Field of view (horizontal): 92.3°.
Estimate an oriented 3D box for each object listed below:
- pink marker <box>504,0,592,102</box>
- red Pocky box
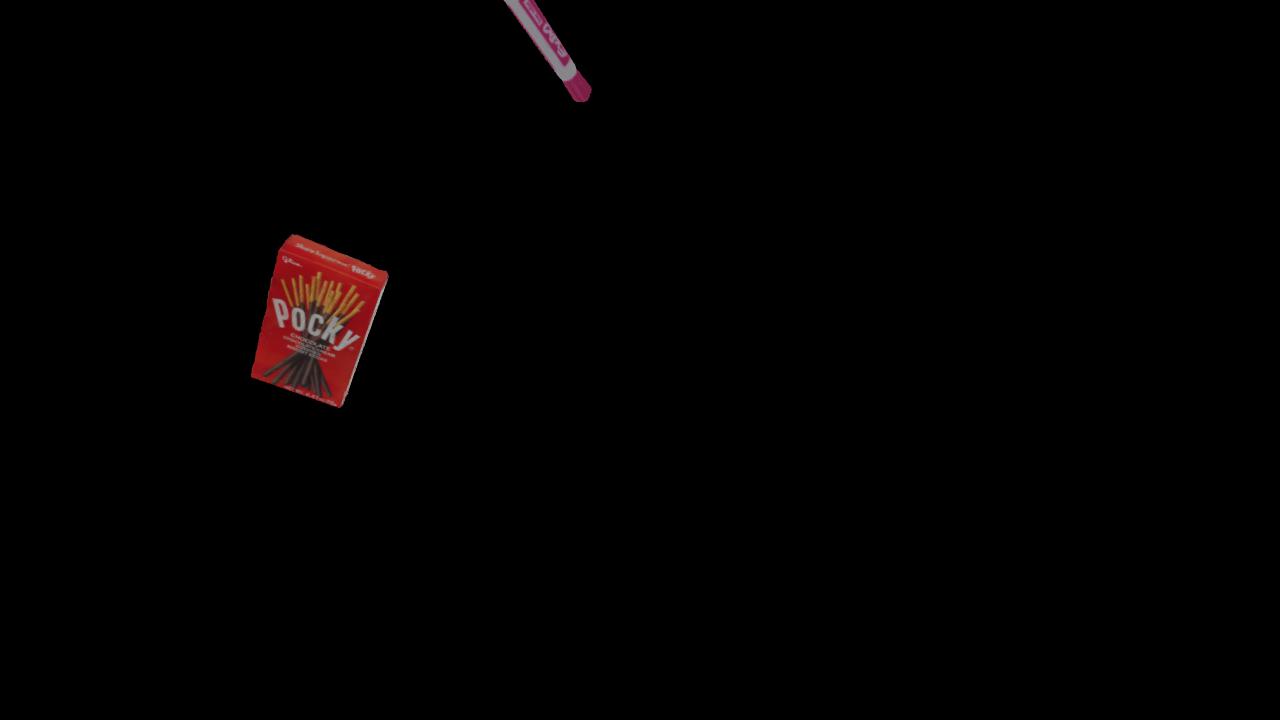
[{"bbox_3d":[-0.073,-0.251,0.488,0.020,0.020,0.121,0,-21,26],"label":"pink marker"},{"bbox_3d":[-0.285,-0.028,0.543,0.083,0.155,0.028,24,34,-17],"label":"red Pocky box"}]
